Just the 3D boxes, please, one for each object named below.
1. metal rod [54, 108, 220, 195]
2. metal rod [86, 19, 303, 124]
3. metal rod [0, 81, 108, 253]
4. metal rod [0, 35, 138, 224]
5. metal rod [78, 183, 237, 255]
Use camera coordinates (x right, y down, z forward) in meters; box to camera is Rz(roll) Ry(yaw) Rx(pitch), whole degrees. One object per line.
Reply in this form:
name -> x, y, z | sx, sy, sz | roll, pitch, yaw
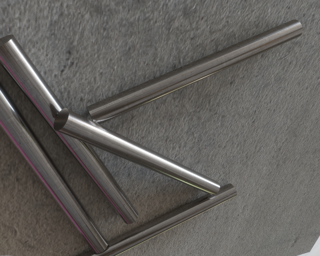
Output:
metal rod -> -0.005, 0.046, 0.417 | 0.301, 0.025, 0.025 | 30, 102, -43
metal rod -> 0.054, -0.075, 0.391 | 0.302, 0.025, 0.025 | -25, 128, -13
metal rod -> -0.128, 0.065, 0.377 | 0.025, 0.025, 0.299 | -27, 128, -12
metal rod -> -0.094, 0.028, 0.373 | 0.025, 0.025, 0.299 | -32, 129, -8
metal rod -> -0.007, 0.162, 0.505 | 0.302, 0.025, 0.025 | -21, 127, -16
